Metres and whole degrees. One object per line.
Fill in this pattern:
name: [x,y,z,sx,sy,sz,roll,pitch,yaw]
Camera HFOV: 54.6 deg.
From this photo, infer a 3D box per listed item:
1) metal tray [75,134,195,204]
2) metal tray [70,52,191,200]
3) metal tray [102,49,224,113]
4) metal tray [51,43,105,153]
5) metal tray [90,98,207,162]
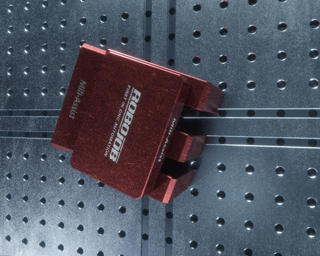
metal tray: [-0.030,0.044,0.389,0.130,0.090,0.030,22,98,18]
metal tray: [-0.033,-0.004,0.325,0.090,0.030,0.129,22,97,19]
metal tray: [0.005,-0.055,0.375,0.130,0.090,0.030,22,98,19]
metal tray: [-0.097,-0.039,0.410,0.030,0.090,0.129,19,97,-3]
metal tray: [-0.015,0.001,0.382,0.130,0.090,0.030,21,96,17]
